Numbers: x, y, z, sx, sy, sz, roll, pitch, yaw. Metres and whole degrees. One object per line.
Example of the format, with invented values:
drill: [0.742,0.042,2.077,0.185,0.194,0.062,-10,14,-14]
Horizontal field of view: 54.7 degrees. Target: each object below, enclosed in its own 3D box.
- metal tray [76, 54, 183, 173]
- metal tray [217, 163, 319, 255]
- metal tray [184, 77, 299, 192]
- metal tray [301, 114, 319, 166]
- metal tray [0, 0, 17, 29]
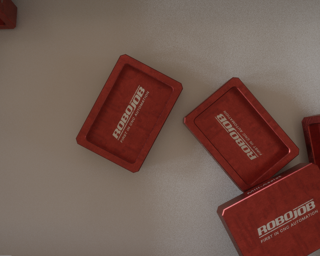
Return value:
metal tray: [-0.039,-0.019,0.408,0.090,0.030,0.130,28,90,0]
metal tray: [0.147,0.109,0.373,0.131,0.030,0.090,-26,85,-6]
metal tray: [0.104,0.010,0.409,0.090,0.030,0.130,-40,90,0]
metal tray: [0.231,0.044,0.378,0.030,0.090,0.129,-11,90,-26]
metal tray: [-0.237,-0.158,0.355,0.091,0.130,0.030,-2,80,0]
